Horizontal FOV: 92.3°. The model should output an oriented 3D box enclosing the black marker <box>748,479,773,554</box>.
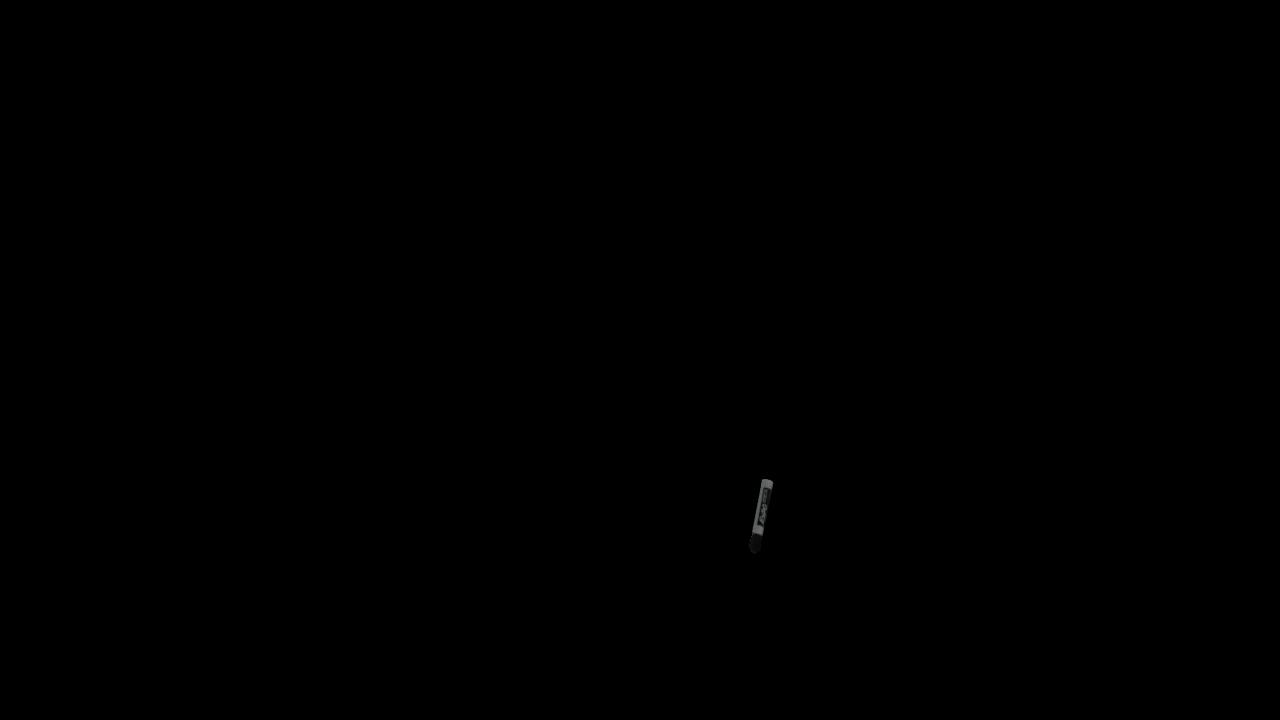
[{"bbox_3d":[0.193,0.249,0.982,0.020,0.121,0.020,14,-30,9],"label":"black marker"}]
